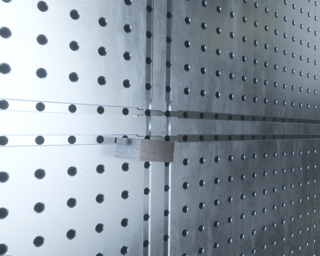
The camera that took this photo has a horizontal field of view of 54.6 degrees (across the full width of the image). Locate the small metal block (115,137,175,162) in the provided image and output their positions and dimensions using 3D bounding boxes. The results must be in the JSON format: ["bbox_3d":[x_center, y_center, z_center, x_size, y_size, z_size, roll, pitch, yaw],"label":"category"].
[{"bbox_3d":[-0.019,0.026,0.376,0.050,0.050,0.025,7,86,-40],"label":"small metal block"}]
